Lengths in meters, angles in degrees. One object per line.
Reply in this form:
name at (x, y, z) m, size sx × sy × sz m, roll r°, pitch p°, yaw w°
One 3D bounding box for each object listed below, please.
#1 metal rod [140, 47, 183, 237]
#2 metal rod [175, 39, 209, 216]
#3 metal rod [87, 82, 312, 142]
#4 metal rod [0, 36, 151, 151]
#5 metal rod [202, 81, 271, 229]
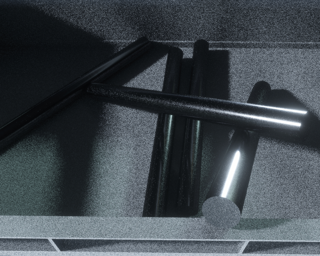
metal rod at (0.009, -0.008, 0.411) m, size 0.025 × 0.025 × 0.300 m, roll 5°, pitch 50°, yaw 4°
metal rod at (0.049, -0.025, 0.426) m, size 0.025 × 0.025 × 0.300 m, roll 6°, pitch 50°, yaw 5°
metal rod at (0.011, -0.028, 0.350) m, size 0.300 × 0.025 × 0.025 m, roll 14°, pitch 47°, yaw 43°
metal rod at (-0.122, -0.057, 0.451) m, size 0.025 × 0.025 × 0.302 m, roll 34°, pitch 57°, yaw 25°
metal rod at (0.095, -0.001, 0.328) m, size 0.025 × 0.025 × 0.301 m, roll 19°, pitch 28°, yaw 15°
